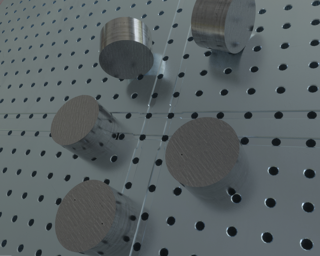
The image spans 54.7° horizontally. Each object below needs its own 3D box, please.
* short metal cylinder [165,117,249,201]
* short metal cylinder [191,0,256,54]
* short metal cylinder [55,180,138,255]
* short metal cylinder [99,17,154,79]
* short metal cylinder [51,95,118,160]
[{"bbox_3d":[0.053,0.035,0.342,0.080,0.050,0.080,-13,56,20],"label":"short metal cylinder"},{"bbox_3d":[0.086,-0.144,0.416,0.050,0.080,0.080,22,74,36],"label":"short metal cylinder"},{"bbox_3d":[-0.074,0.107,0.363,0.080,0.050,0.080,-13,56,20],"label":"short metal cylinder"},{"bbox_3d":[-0.051,-0.120,0.472,0.080,0.080,0.050,-18,55,18],"label":"short metal cylinder"},{"bbox_3d":[-0.108,-0.001,0.447,0.080,0.050,0.080,-13,56,20],"label":"short metal cylinder"}]
